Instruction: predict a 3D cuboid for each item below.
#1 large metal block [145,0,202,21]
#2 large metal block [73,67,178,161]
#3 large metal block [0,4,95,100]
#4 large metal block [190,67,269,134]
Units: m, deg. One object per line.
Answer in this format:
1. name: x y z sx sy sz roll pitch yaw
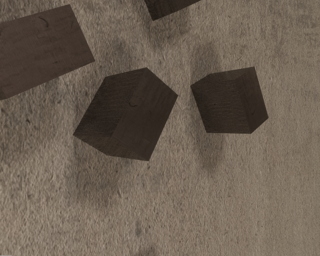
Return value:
1. large metal block: 0.018 -0.197 0.405 0.080 0.050 0.080 -38 113 -34
2. large metal block: -0.038 -0.014 0.338 0.050 0.080 0.080 38 67 -34
3. large metal block: -0.119 -0.062 0.270 0.081 0.080 0.050 -35 112 -35
4. large metal block: 0.102 -0.039 0.457 0.050 0.080 0.080 -34 112 -35
